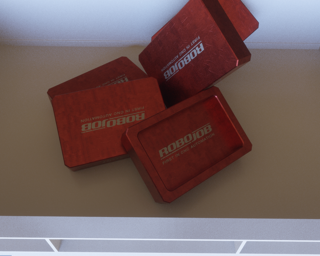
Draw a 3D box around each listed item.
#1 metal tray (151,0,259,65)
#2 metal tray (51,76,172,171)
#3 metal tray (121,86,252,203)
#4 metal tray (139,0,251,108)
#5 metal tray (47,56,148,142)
[{"bbox_3d":[0.063,-0.137,0.449,0.130,0.030,0.090,-41,97,5],"label":"metal tray"},{"bbox_3d":[-0.057,-0.006,0.383,0.131,0.030,0.090,-13,76,-11],"label":"metal tray"},{"bbox_3d":[0.033,0.017,0.359,0.131,0.030,0.090,-28,86,-23],"label":"metal tray"},{"bbox_3d":[0.036,-0.087,0.384,0.030,0.129,0.090,-28,86,-41],"label":"metal tray"},{"bbox_3d":[-0.078,-0.046,0.439,0.131,0.030,0.090,-31,57,-24],"label":"metal tray"}]
